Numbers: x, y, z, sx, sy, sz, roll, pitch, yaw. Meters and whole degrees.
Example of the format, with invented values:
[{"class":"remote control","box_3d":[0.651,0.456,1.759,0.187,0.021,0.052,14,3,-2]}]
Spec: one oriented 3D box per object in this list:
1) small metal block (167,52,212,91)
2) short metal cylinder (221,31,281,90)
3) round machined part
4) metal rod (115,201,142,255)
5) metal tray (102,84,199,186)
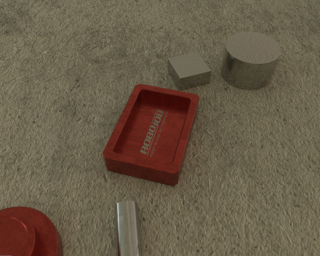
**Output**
[{"class":"small metal block","box_3d":[0.044,-0.088,0.478,0.050,0.025,0.050,-16,52,-13]},{"class":"short metal cylinder","box_3d":[0.137,-0.104,0.475,0.081,0.050,0.080,0,50,0]},{"class":"round machined part","box_3d":[-0.147,0.119,0.291,0.099,0.042,0.098,0,50,0]},{"class":"metal rod","box_3d":[-0.017,0.198,0.236,0.025,0.025,0.300,-5,50,-5]},{"class":"metal tray","box_3d":[-0.007,0.003,0.397,0.090,0.030,0.130,12,51,10]}]
